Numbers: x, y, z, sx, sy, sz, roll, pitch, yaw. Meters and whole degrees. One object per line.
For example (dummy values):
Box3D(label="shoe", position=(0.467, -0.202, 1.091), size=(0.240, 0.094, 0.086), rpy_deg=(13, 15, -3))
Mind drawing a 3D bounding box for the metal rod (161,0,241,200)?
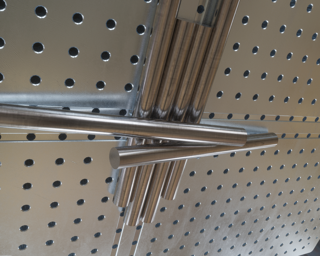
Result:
Box3D(label="metal rod", position=(0.048, -0.028, 0.418), size=(0.025, 0.025, 0.298), rpy_deg=(1, 118, -29))

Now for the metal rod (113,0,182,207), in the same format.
Box3D(label="metal rod", position=(-0.020, -0.026, 0.383), size=(0.025, 0.025, 0.298), rpy_deg=(1, 118, -29))

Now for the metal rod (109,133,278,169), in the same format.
Box3D(label="metal rod", position=(0.070, 0.027, 0.438), size=(0.302, 0.025, 0.025), rpy_deg=(-3, 120, -37))

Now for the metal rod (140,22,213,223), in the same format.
Box3D(label="metal rod", position=(0.014, 0.010, 0.425), size=(0.025, 0.025, 0.298), rpy_deg=(1, 118, -29))

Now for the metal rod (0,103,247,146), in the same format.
Box3D(label="metal rod", position=(-0.031, -0.001, 0.363), size=(0.302, 0.025, 0.025), rpy_deg=(5, 116, -21))

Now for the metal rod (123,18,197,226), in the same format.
Box3D(label="metal rod", position=(-0.008, 0.009, 0.411), size=(0.025, 0.025, 0.298), rpy_deg=(1, 118, -29))
